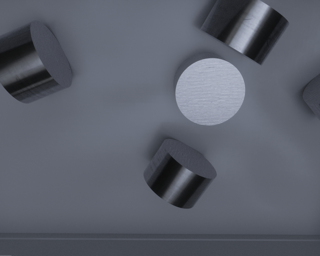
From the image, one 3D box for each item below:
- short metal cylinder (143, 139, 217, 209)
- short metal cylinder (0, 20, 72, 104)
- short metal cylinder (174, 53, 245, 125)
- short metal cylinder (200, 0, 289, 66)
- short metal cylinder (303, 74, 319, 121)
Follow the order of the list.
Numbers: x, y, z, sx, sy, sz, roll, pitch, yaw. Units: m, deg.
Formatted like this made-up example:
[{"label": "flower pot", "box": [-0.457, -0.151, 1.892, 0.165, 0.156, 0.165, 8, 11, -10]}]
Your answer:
[{"label": "short metal cylinder", "box": [0.026, 0.058, 0.404, 0.080, 0.080, 0.050, 29, 107, -11]}, {"label": "short metal cylinder", "box": [-0.144, -0.074, 0.353, 0.050, 0.080, 0.080, -21, 109, 7]}, {"label": "short metal cylinder", "box": [0.058, -0.049, 0.381, 0.081, 0.050, 0.079, 0, 110, -1]}, {"label": "short metal cylinder", "box": [0.092, -0.111, 0.342, 0.080, 0.080, 0.050, 27, 108, -10]}, {"label": "short metal cylinder", "box": [0.223, -0.039, 0.371, 0.080, 0.080, 0.050, -40, 106, 13]}]
